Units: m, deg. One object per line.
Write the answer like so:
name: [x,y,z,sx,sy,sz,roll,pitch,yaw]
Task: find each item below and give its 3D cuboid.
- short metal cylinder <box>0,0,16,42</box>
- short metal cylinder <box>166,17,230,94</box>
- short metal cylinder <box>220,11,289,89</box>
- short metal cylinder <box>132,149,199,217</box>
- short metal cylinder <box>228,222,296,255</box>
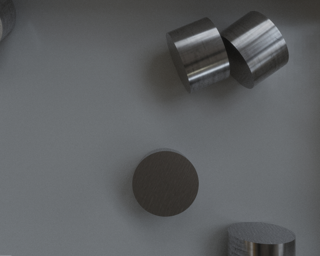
short metal cylinder: [-0.226,-0.139,0.377,0.081,0.050,0.079,-2,127,-2]
short metal cylinder: [0.046,-0.089,0.385,0.050,0.080,0.080,-22,90,0]
short metal cylinder: [0.112,-0.096,0.385,0.050,0.080,0.080,-35,90,0]
short metal cylinder: [0.007,0.067,0.399,0.081,0.050,0.079,0,90,-1]
short metal cylinder: [0.125,0.154,0.386,0.081,0.080,0.050,0,90,-1]
